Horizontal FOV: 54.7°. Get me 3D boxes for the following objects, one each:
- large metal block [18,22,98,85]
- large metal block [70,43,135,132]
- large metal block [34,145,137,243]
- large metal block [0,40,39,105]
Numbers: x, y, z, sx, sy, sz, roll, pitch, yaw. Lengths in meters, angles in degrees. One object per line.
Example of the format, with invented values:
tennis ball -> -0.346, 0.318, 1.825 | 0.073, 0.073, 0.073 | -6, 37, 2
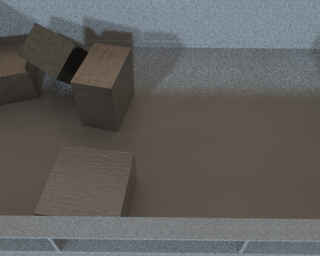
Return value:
large metal block -> -0.134, -0.096, 0.440 | 0.080, 0.080, 0.050 | 31, 94, 24
large metal block -> -0.071, -0.054, 0.414 | 0.050, 0.080, 0.080 | 10, 51, 8
large metal block -> -0.073, 0.069, 0.330 | 0.080, 0.050, 0.080 | 6, 50, 4
large metal block -> -0.228, -0.081, 0.455 | 0.081, 0.050, 0.080 | -12, 51, -10
